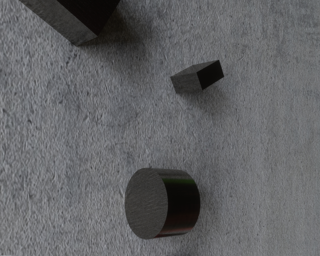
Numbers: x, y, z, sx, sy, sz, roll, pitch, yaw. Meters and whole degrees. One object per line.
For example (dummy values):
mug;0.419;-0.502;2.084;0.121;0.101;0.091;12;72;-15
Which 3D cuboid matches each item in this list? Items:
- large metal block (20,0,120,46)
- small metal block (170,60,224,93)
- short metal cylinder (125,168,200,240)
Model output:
large metal block;-0.087;-0.145;0.315;0.080;0.050;0.080;38;67;-34
small metal block;0.052;-0.071;0.432;0.050;0.050;0.025;-33;111;-35
short metal cylinder;0.001;0.089;0.370;0.050;0.080;0.080;10;84;-40
